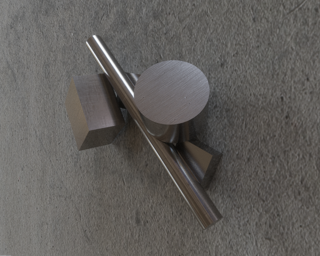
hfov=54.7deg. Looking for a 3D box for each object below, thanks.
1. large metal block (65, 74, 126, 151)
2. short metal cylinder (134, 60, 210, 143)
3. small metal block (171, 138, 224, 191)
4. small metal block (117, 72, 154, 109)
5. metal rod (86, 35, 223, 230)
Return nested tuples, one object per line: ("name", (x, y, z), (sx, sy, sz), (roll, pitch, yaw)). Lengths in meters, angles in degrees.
("large metal block", (-0.097, -0.022, 0.446), (0.080, 0.050, 0.080), (-45, 61, 57))
("short metal cylinder", (0.015, -0.029, 0.350), (0.080, 0.050, 0.080), (-2, 65, 6))
("small metal block", (0.041, 0.042, 0.372), (0.050, 0.025, 0.050), (31, 109, 35))
("small metal block", (-0.033, -0.050, 0.432), (0.050, 0.025, 0.050), (16, 100, 38))
("metal rod", (-0.020, -0.012, 0.388), (0.025, 0.025, 0.299), (-48, 62, 29))
